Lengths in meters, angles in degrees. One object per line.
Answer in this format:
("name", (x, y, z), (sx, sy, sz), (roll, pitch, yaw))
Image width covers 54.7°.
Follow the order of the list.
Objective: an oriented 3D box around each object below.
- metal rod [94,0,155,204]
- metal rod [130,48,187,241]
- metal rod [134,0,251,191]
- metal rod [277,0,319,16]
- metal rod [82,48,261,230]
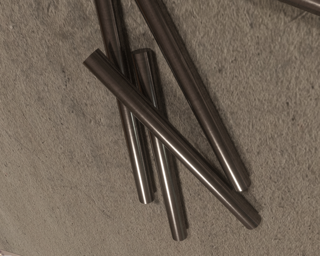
("metal rod", (-0.041, -0.020, 0.414), (0.025, 0.025, 0.298), (5, 121, 25))
("metal rod", (0.004, 0.041, 0.428), (0.025, 0.025, 0.298), (3, 120, 26))
("metal rod", (0.034, -0.052, 0.355), (0.025, 0.025, 0.299), (-18, 109, 35))
("metal rod", (0.071, -0.143, 0.279), (0.301, 0.025, 0.025), (26, 128, 11))
("metal rod", (0.024, 0.023, 0.383), (0.300, 0.025, 0.025), (45, 129, -14))
